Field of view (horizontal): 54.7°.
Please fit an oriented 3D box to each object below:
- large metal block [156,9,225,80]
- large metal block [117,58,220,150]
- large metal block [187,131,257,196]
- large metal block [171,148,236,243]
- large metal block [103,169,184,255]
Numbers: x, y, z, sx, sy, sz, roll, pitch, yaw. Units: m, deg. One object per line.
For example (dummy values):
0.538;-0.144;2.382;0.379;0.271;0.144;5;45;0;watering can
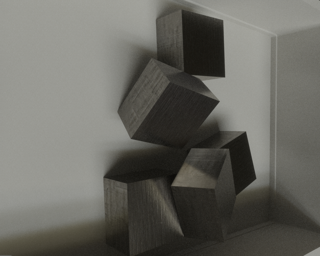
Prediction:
0.043;-0.108;0.426;0.081;0.050;0.079;-4;93;-40;large metal block
0.009;-0.025;0.372;0.081;0.050;0.080;15;121;-39;large metal block
0.095;0.056;0.470;0.081;0.050;0.080;-26;107;-37;large metal block
0.059;0.081;0.388;0.080;0.050;0.080;-52;135;-53;large metal block
-0.019;0.096;0.375;0.081;0.050;0.079;-4;93;-40;large metal block
